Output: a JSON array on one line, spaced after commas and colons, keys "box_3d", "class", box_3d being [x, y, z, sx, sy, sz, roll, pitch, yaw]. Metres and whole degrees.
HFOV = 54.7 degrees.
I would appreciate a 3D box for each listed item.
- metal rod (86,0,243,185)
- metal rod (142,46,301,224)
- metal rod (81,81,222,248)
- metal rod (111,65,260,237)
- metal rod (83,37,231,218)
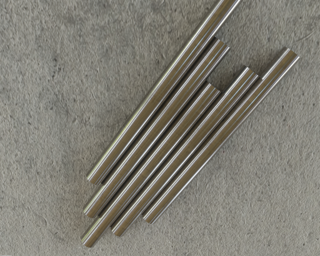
[{"box_3d": [-0.004, -0.041, 0.396, 0.025, 0.025, 0.299, 35, 106, -12], "class": "metal rod"}, {"box_3d": [0.072, 0.021, 0.419, 0.025, 0.025, 0.299, 35, 106, -12], "class": "metal rod"}, {"box_3d": [-0.021, 0.060, 0.433, 0.025, 0.025, 0.299, 35, 106, -12], "class": "metal rod"}, {"box_3d": [0.025, 0.041, 0.426, 0.025, 0.025, 0.299, 35, 106, -12], "class": "metal rod"}, {"box_3d": [-0.013, 0.010, 0.415, 0.025, 0.025, 0.299, 35, 106, -12], "class": "metal rod"}]
